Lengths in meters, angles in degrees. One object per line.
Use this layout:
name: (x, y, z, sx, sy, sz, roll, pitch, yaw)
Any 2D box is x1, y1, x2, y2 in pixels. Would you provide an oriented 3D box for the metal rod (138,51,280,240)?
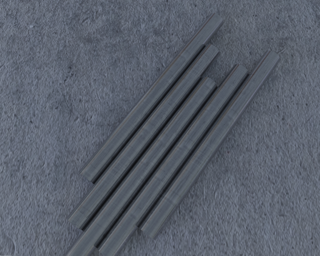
metal rod: (0.073, 0.011, 0.406, 0.025, 0.025, 0.300, 35, 73, 11)

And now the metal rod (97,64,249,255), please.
metal rod: (0.026, 0.032, 0.398, 0.025, 0.025, 0.300, 35, 73, 11)

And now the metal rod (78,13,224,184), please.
metal rod: (-0.003, -0.051, 0.428, 0.025, 0.025, 0.300, 35, 73, 11)

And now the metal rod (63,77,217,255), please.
metal rod: (-0.019, 0.050, 0.391, 0.025, 0.025, 0.300, 35, 73, 11)

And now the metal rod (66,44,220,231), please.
metal rod: (-0.012, 0.001, 0.409, 0.025, 0.025, 0.300, 35, 73, 11)
